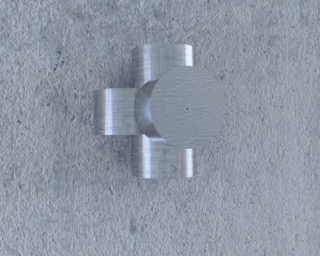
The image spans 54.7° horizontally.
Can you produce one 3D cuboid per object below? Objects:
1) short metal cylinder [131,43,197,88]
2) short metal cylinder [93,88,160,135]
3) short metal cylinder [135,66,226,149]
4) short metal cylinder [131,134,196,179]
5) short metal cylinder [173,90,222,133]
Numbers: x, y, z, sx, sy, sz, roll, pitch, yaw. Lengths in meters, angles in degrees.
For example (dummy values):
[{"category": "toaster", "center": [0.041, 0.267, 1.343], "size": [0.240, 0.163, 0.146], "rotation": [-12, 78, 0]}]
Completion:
[{"category": "short metal cylinder", "center": [0.005, -0.070, 0.384], "size": [0.081, 0.080, 0.050], "rotation": [-2, 91, -20]}, {"category": "short metal cylinder", "center": [-0.038, -0.018, 0.368], "size": [0.081, 0.080, 0.050], "rotation": [-1, 91, -20]}, {"category": "short metal cylinder", "center": [0.020, -0.020, 0.320], "size": [0.081, 0.050, 0.079], "rotation": [0, 90, -21]}, {"category": "short metal cylinder", "center": [0.005, 0.031, 0.384], "size": [0.081, 0.080, 0.050], "rotation": [0, 90, -20]}, {"category": "short metal cylinder", "center": [0.039, -0.019, 0.396], "size": [0.081, 0.080, 0.050], "rotation": [0, 91, -20]}]
